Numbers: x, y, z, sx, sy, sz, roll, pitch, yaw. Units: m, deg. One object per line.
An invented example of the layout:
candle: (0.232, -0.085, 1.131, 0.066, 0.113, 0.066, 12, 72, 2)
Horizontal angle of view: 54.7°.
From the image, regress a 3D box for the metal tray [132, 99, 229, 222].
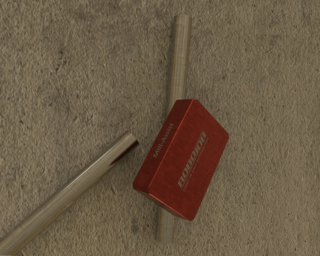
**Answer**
metal tray: (0.032, 0.039, 0.392, 0.090, 0.030, 0.130, 42, 65, -34)

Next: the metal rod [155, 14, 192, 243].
metal rod: (0.018, 0.000, 0.415, 0.025, 0.025, 0.298, 6, 88, -20)

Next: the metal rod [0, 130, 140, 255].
metal rod: (-0.143, 0.109, 0.356, 0.301, 0.025, 0.025, -42, 103, -15)
